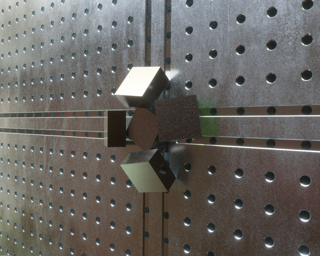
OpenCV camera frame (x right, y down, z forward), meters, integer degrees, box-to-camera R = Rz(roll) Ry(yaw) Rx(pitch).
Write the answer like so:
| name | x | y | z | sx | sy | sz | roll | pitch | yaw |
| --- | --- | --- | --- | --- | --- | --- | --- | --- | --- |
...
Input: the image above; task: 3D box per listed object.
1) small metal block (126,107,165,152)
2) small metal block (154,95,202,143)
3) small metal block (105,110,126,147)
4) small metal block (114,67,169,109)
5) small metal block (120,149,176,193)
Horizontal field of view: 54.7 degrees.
| name | x | y | z | sx | sy | sz | roll | pitch | yaw |
| --- | --- | --- | --- | --- | --- | --- | --- | --- | --- |
| small metal block | -0.014 | 0.000 | 0.419 | 0.050 | 0.025 | 0.050 | 38 | 113 | 33 |
| small metal block | 0.022 | -0.010 | 0.374 | 0.050 | 0.025 | 0.050 | -8 | 84 | 4 |
| small metal block | -0.065 | 0.001 | 0.446 | 0.050 | 0.025 | 0.050 | 180 | 90 | -74 |
| small metal block | -0.024 | -0.054 | 0.411 | 0.050 | 0.025 | 0.050 | 8 | 59 | 39 |
| small metal block | -0.015 | 0.057 | 0.404 | 0.050 | 0.025 | 0.050 | -11 | 119 | 39 |
